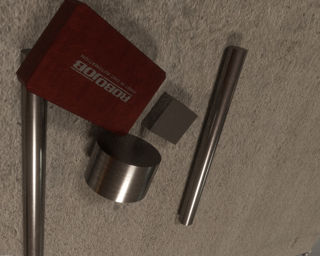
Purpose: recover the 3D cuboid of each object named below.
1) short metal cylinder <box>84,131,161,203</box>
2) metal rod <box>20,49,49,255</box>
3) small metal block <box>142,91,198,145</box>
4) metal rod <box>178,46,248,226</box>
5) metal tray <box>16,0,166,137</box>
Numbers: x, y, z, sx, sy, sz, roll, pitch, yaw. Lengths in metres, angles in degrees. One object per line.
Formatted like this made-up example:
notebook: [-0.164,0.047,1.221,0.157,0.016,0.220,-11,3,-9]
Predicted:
short metal cylinder: [-0.045,0.045,0.376,0.081,0.080,0.050,9,114,-33]
metal rod: [-0.147,0.058,0.362,0.025,0.025,0.298,-3,120,-27]
small metal block: [0.013,-0.012,0.408,0.050,0.025,0.050,30,102,-38]
metal rod: [0.073,0.027,0.465,0.025,0.025,0.298,-2,120,-28]
metal tray: [-0.062,-0.054,0.318,0.130,0.030,0.090,32,94,-47]
